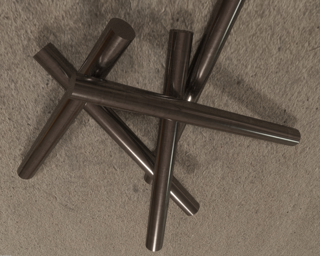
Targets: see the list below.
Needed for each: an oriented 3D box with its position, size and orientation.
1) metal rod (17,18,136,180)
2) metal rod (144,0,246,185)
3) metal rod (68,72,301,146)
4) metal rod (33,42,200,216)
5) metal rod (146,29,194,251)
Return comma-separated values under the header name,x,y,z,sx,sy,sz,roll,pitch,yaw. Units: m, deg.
name,x,y,z,sx,sy,sz,roll,pitch,yaw
metal rod,-0.115,-0.010,0.362,0.025,0.025,0.299,28,135,-22
metal rod,0.032,-0.031,0.381,0.025,0.025,0.298,13,129,-11
metal rod,0.051,-0.013,0.349,0.302,0.025,0.025,11,131,-29
metal rod,-0.039,0.018,0.398,0.025,0.025,0.300,-29,118,22
metal rod,0.007,0.034,0.384,0.025,0.025,0.298,5,114,-5
